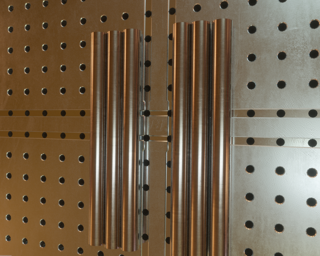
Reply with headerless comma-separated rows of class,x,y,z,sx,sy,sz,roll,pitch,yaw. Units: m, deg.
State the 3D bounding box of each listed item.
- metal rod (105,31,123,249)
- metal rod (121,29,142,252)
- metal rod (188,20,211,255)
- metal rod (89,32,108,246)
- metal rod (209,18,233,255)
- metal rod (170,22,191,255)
metal rod,-0.063,0.016,0.435,0.025,0.025,0.298,1,90,20
metal rod,-0.040,0.016,0.426,0.025,0.025,0.298,1,90,20
metal rod,0.050,0.017,0.394,0.025,0.025,0.298,1,90,20
metal rod,-0.088,0.015,0.444,0.025,0.025,0.298,1,90,20
metal rod,0.076,0.017,0.385,0.025,0.025,0.298,1,90,20
metal rod,0.027,0.016,0.403,0.025,0.025,0.298,1,90,20
